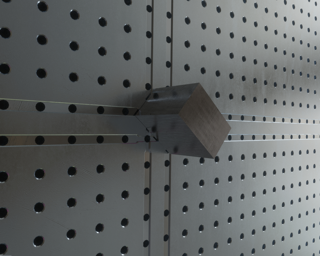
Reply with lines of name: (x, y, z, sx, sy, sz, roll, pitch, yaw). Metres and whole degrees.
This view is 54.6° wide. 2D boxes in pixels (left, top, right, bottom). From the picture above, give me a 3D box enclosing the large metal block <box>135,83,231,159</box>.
large metal block: (0.030, -0.008, 0.397, 0.080, 0.080, 0.050, 49, 61, -29)
